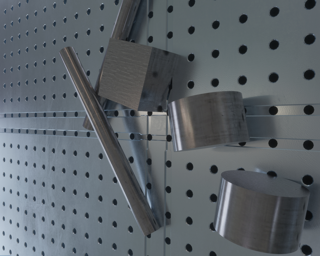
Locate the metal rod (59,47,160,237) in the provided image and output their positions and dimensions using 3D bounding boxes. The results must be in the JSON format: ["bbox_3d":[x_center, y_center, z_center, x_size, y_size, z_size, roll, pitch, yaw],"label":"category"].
[{"bbox_3d":[-0.078,0.011,0.450,0.025,0.025,0.299,-36,75,34],"label":"metal rod"}]

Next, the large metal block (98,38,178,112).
[{"bbox_3d":[-0.032,-0.071,0.419,0.080,0.050,0.079,23,105,37],"label":"large metal block"}]

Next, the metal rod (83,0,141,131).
[{"bbox_3d":[-0.060,-0.133,0.459,0.025,0.025,0.298,34,111,35],"label":"metal rod"}]

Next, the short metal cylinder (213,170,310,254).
[{"bbox_3d":[0.095,0.076,0.295,0.080,0.081,0.050,13,98,39],"label":"short metal cylinder"}]

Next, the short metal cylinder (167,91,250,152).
[{"bbox_3d":[0.051,-0.005,0.331,0.080,0.081,0.050,-13,82,39],"label":"short metal cylinder"}]
